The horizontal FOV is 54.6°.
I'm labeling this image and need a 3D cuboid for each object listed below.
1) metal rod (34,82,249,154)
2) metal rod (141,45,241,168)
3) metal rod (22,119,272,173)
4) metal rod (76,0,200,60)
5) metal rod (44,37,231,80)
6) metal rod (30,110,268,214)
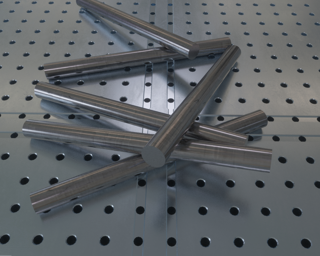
[{"bbox_3d":[-0.039,-0.018,0.401,0.301,0.025,0.025,16,52,21],"label":"metal rod"},{"bbox_3d":[0.058,-0.049,0.402,0.025,0.025,0.301,21,39,16],"label":"metal rod"},{"bbox_3d":[-0.029,0.017,0.363,0.301,0.025,0.025,7,50,17],"label":"metal rod"},{"bbox_3d":[-0.054,-0.185,0.542,0.025,0.025,0.300,-37,53,-27],"label":"metal rod"},{"bbox_3d":[-0.030,-0.115,0.504,0.302,0.025,0.025,-11,51,-9],"label":"metal rod"},{"bbox_3d":[0.000,0.035,0.378,0.302,0.025,0.025,-19,53,-16],"label":"metal rod"}]
